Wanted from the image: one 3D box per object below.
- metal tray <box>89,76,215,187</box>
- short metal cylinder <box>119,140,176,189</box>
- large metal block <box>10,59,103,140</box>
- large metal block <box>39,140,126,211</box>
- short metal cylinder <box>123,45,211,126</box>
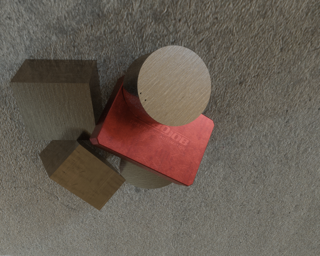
[{"bbox_3d":[-0.005,0.004,0.371,0.131,0.090,0.030,29,164,-22],"label":"metal tray"},{"bbox_3d":[-0.013,0.039,0.426,0.081,0.050,0.079,0,130,0],"label":"short metal cylinder"},{"bbox_3d":[-0.114,-0.032,0.361,0.081,0.050,0.079,1,130,-1],"label":"large metal block"},{"bbox_3d":[-0.103,0.051,0.406,0.050,0.080,0.080,-50,122,-7],"label":"large metal block"},{"bbox_3d":[0.006,-0.043,0.330,0.081,0.050,0.079,-2,95,-23],"label":"short metal cylinder"}]
